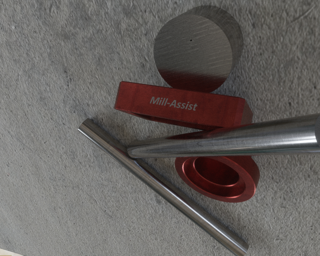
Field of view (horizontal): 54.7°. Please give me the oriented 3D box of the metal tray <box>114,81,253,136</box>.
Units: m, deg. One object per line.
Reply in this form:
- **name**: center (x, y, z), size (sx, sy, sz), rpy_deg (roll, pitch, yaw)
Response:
- **metal tray**: center (0.029, -0.019, 0.337), size (0.130, 0.090, 0.030), rpy_deg (11, 88, 22)

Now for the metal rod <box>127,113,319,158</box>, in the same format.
- **metal rod**: center (0.032, 0.017, 0.315), size (0.025, 0.025, 0.299), rpy_deg (55, 155, -11)

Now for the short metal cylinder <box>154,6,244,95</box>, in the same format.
- **short metal cylinder**: center (0.041, -0.080, 0.320), size (0.080, 0.050, 0.079), rpy_deg (13, 124, 21)

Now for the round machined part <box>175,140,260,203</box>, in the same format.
- **round machined part**: center (0.071, 0.044, 0.374), size (0.098, 0.042, 0.097), rpy_deg (20, 144, 16)

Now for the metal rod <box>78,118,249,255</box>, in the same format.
- **metal rod**: center (0.004, 0.087, 0.458), size (0.300, 0.025, 0.025), rpy_deg (38, 129, 2)
